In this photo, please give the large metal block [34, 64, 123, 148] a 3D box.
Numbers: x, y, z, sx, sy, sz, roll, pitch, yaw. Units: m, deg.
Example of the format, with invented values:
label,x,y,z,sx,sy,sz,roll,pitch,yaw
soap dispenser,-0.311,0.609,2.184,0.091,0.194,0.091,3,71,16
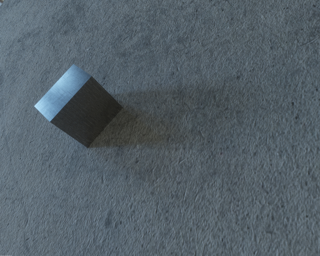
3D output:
label,x,y,z,sx,sy,sz,roll,pitch,yaw
large metal block,-0.115,-0.030,0.447,0.050,0.080,0.080,35,81,38
